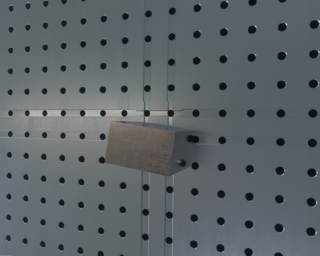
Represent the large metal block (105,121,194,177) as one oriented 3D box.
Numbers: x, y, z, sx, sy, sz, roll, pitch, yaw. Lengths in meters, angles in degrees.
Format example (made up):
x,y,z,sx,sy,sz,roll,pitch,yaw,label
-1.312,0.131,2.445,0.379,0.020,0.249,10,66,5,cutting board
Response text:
x,y,z,sx,sy,sz,roll,pitch,yaw,label
-0.010,0.022,0.387,0.080,0.080,0.050,9,93,20,large metal block
